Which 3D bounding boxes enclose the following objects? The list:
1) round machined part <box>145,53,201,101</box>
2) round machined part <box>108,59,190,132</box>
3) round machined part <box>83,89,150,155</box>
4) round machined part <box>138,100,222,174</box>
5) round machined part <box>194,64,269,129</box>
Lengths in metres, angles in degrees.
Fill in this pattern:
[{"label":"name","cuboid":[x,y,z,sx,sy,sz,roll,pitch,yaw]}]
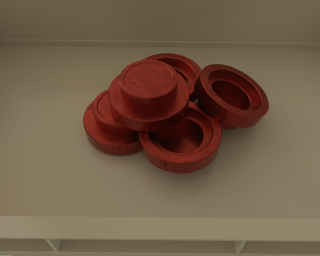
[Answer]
[{"label":"round machined part","cuboid":[0.011,-0.060,0.443,0.099,0.042,0.098,0,50,0]},{"label":"round machined part","cuboid":[-0.013,-0.046,0.374,0.099,0.042,0.098,0,50,0]},{"label":"round machined part","cuboid":[-0.050,-0.016,0.403,0.099,0.042,0.098,0,50,0]},{"label":"round machined part","cuboid":[0.024,0.014,0.380,0.099,0.042,0.098,0,50,0]},{"label":"round machined part","cuboid":[0.089,-0.037,0.410,0.099,0.042,0.098,14,45,-15]}]
